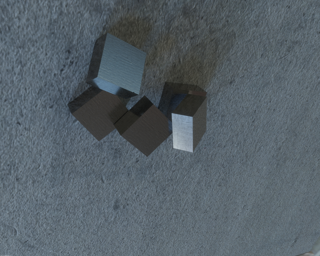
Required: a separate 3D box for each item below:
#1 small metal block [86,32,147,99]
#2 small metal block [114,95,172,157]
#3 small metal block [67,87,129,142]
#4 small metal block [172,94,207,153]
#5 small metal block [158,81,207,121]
[{"bbox_3d":[-0.046,-0.064,0.330,0.050,0.025,0.050,20,71,-36],"label":"small metal block"},{"bbox_3d":[-0.016,-0.002,0.366,0.050,0.025,0.050,-44,130,2],"label":"small metal block"},{"bbox_3d":[-0.069,-0.021,0.358,0.050,0.025,0.050,-38,130,-3],"label":"small metal block"},{"bbox_3d":[0.037,-0.007,0.377,0.050,0.025,0.050,-51,145,-48],"label":"small metal block"},{"bbox_3d":[0.027,-0.031,0.406,0.050,0.025,0.050,2,118,-30],"label":"small metal block"}]
